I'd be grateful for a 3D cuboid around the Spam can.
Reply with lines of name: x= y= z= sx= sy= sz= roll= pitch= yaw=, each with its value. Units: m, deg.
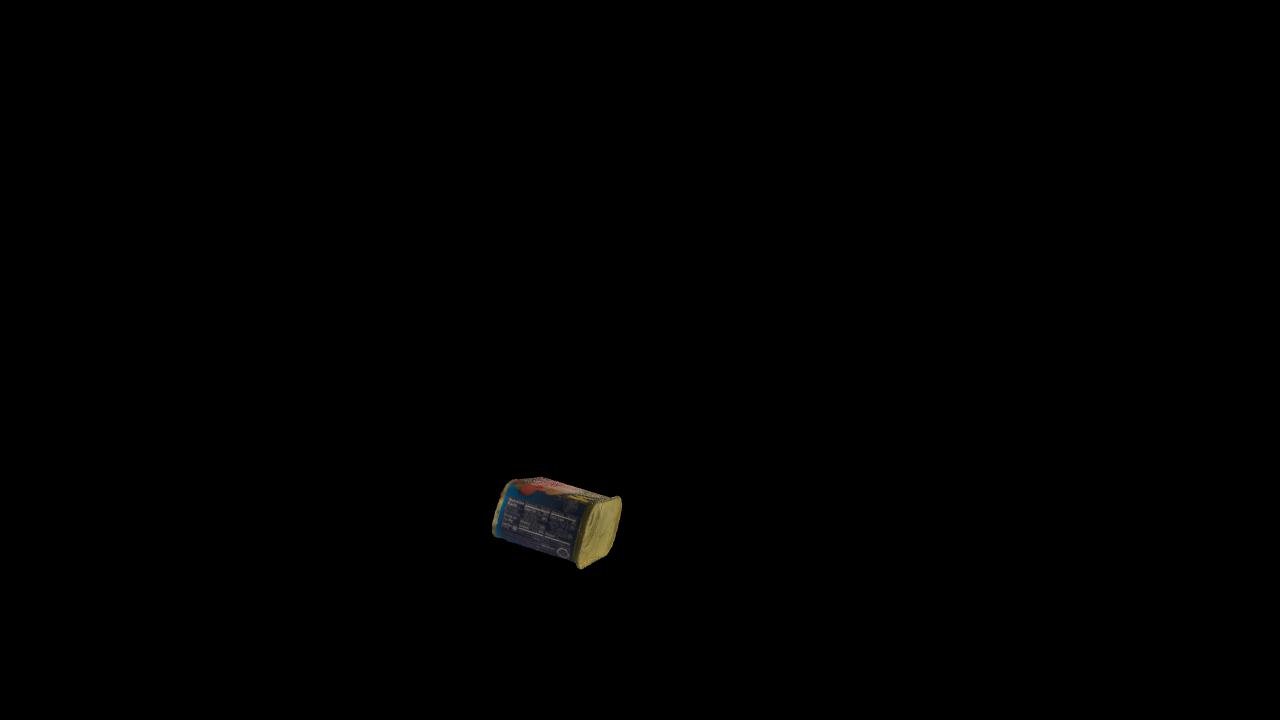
Spam can: x=-0.073 y=0.143 z=0.559 sx=0.085 sy=0.058 sz=0.101 roll=12 pitch=-6 yaw=16
